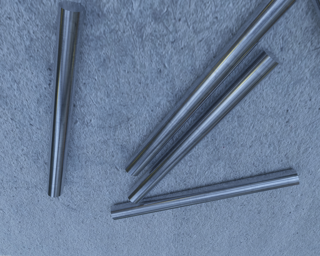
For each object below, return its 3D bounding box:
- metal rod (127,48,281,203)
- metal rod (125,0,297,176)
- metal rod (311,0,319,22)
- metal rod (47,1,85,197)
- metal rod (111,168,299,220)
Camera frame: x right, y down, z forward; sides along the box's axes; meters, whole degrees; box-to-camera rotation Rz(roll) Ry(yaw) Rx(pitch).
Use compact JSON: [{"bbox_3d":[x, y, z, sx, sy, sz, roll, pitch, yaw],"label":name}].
[{"bbox_3d":[0.041,0.016,0.420,0.025,0.025,0.298,27,125,-21],"label":"metal rod"},{"bbox_3d":[0.040,-0.034,0.377,0.025,0.025,0.298,26,125,-21],"label":"metal rod"},{"bbox_3d":[0.214,-0.072,0.347,0.025,0.025,0.300,-29,125,22],"label":"metal rod"},{"bbox_3d":[-0.126,-0.010,0.397,0.025,0.025,0.298,12,129,-10],"label":"metal rod"},{"bbox_3d":[0.065,0.109,0.500,0.301,0.025,0.025,-14,129,11],"label":"metal rod"}]
